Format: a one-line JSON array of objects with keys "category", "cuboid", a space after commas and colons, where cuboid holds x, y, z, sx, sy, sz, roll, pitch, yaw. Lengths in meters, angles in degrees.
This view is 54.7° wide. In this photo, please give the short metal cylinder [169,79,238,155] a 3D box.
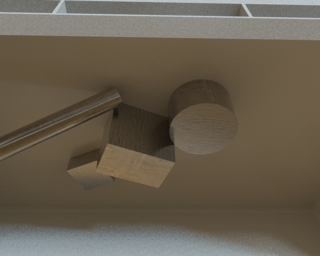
[{"category": "short metal cylinder", "cuboid": [0.051, -0.013, 0.383, 0.081, 0.050, 0.079, 0, 130, 0]}]

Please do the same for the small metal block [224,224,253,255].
[{"category": "small metal block", "cuboid": [0.147, 0.218, 0.584, 0.025, 0.050, 0.050, 13, 129, -11]}]

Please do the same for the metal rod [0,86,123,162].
[{"category": "metal rod", "cuboid": [-0.182, 0.026, 0.343, 0.302, 0.025, 0.025, -26, 130, -13]}]

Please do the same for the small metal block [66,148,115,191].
[{"category": "small metal block", "cuboid": [-0.101, 0.062, 0.461, 0.050, 0.025, 0.050, -19, 128, 15]}]

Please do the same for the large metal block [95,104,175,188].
[{"category": "large metal block", "cuboid": [-0.029, 0.020, 0.390, 0.081, 0.080, 0.050, 17, 128, -15]}]
